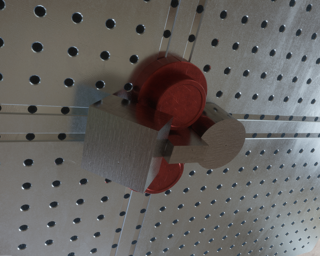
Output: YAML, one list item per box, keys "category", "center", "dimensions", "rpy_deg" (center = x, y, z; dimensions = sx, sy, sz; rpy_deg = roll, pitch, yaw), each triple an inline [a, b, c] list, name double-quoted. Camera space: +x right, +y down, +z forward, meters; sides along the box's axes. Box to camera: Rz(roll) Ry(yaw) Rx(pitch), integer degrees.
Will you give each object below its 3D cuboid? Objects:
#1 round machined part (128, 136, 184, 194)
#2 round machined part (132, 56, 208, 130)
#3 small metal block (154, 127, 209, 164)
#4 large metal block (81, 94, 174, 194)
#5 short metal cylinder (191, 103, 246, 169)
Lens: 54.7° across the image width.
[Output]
- category: "round machined part"
  center: [-0.006, 0.052, 0.429]
  dimensions: [0.099, 0.042, 0.097]
  rpy_deg: [-14, 124, -21]
- category: "round machined part"
  center: [0.018, -0.036, 0.388]
  dimensions: [0.099, 0.042, 0.097]
  rpy_deg: [-14, 124, -21]
- category: "small metal block"
  center: [0.025, 0.020, 0.392]
  dimensions: [0.050, 0.050, 0.025]
  rpy_deg: [1, 118, -29]
- category: "large metal block"
  center: [-0.038, 0.016, 0.357]
  dimensions: [0.050, 0.080, 0.079]
  rpy_deg: [-46, 153, -61]
- category: "short metal cylinder"
  center: [0.073, 0.011, 0.440]
  dimensions: [0.081, 0.050, 0.079]
  rpy_deg: [-14, 124, -21]
